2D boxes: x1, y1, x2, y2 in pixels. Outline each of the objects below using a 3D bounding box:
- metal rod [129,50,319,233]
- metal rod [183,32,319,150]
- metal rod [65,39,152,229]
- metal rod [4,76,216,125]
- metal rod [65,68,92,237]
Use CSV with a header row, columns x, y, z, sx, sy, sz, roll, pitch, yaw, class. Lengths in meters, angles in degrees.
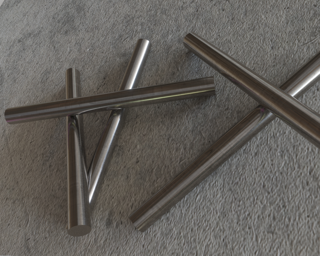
x,y,z,sx,sy,sz,roll,pitch,yaw,class
0.087,0.010,0.351,0.300,0.025,0.025,-41,51,0,metal rod
0.105,-0.049,0.349,0.025,0.025,0.300,-39,42,2,metal rod
-0.065,-0.004,0.440,0.025,0.025,0.300,3,63,29,metal rod
-0.076,-0.036,0.430,0.301,0.025,0.025,-7,58,11,metal rod
-0.120,0.009,0.440,0.025,0.025,0.300,-28,45,11,metal rod
